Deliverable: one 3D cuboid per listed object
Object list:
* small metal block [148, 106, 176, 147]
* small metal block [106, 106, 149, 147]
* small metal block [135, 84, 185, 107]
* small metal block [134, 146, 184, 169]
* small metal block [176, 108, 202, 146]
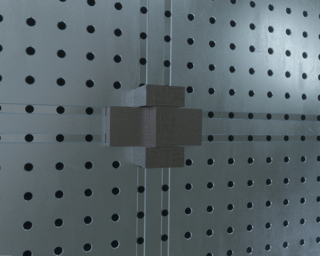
[{"bbox_3d":[-0.002,-0.002,0.399,0.025,0.050,0.050,1,90,-20],"label":"small metal block"},{"bbox_3d":[-0.042,-0.002,0.398,0.050,0.025,0.050,1,90,-21],"label":"small metal block"},{"bbox_3d":[-0.001,-0.039,0.399,0.050,0.050,0.025,1,90,-20],"label":"small metal block"},{"bbox_3d":[-0.002,0.036,0.399,0.050,0.050,0.025,1,90,-20],"label":"small metal block"},{"bbox_3d":[0.029,-0.001,0.424,0.050,0.025,0.050,1,90,-21],"label":"small metal block"}]
